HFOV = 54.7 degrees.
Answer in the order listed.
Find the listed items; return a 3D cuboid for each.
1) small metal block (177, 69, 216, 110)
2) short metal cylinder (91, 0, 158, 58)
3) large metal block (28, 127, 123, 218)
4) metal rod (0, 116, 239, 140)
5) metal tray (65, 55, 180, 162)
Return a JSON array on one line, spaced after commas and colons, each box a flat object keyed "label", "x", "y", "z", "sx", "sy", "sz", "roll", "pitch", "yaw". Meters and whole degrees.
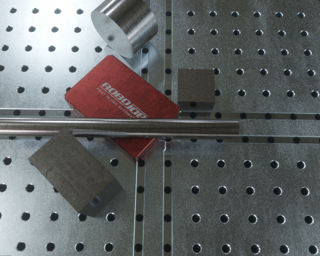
[{"label": "small metal block", "x": 0.050, "y": -0.054, "z": 0.432, "sx": 0.050, "sy": 0.025, "sz": 0.050, "roll": 2, "pitch": 70, "yaw": 0}, {"label": "short metal cylinder", "x": -0.050, "y": -0.146, "z": 0.435, "sx": 0.080, "sy": 0.080, "sz": 0.050, "roll": 39, "pitch": 75, "yaw": 12}, {"label": "large metal block", "x": -0.093, "y": 0.055, "z": 0.361, "sx": 0.080, "sy": 0.080, "sz": 0.050, "roll": 42, "pitch": 75, "yaw": 13}, {"label": "metal rod", "x": -0.057, "y": 0.000, "z": 0.378, "sx": 0.302, "sy": 0.025, "sz": 0.025, "roll": 1, "pitch": 70, "yaw": -1}, {"label": "metal tray", "x": -0.050, "y": -0.028, "z": 0.419, "sx": 0.130, "sy": 0.030, "sz": 0.090, "roll": 39, "pitch": 74, "yaw": 13}]
